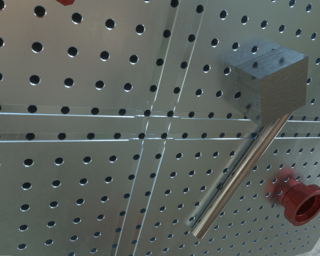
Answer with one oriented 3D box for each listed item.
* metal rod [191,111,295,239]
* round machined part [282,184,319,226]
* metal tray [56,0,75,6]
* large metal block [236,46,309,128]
[{"bbox_3d":[0.143,0.071,0.533,0.025,0.025,0.299,21,107,-36],"label":"metal rod"},{"bbox_3d":[0.305,0.160,0.665,0.099,0.042,0.097,-14,124,-21],"label":"round machined part"},{"bbox_3d":[-0.109,-0.172,0.242,0.131,0.030,0.090,25,105,-37],"label":"metal tray"},{"bbox_3d":[0.161,-0.060,0.446,0.080,0.050,0.080,-26,128,-13],"label":"large metal block"}]
